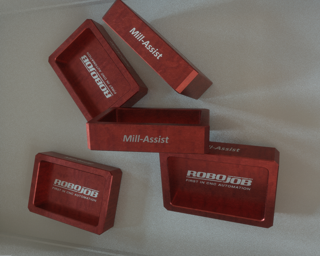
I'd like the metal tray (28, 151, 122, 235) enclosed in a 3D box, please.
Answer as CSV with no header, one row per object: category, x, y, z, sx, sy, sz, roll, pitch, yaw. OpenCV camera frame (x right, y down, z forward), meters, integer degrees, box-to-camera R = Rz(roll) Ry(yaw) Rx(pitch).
metal tray,-0.126,0.091,0.452,0.130,0.030,0.089,11,94,19

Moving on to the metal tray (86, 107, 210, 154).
metal tray,-0.008,0.000,0.363,0.131,0.090,0.030,2,105,8

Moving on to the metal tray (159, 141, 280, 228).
metal tray,0.068,0.063,0.365,0.130,0.030,0.089,5,116,19

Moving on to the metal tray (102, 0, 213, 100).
metal tray,0.000,-0.092,0.375,0.130,0.090,0.030,46,104,14

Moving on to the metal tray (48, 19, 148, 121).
metal tray,-0.090,-0.075,0.439,0.090,0.030,0.130,-39,78,16
